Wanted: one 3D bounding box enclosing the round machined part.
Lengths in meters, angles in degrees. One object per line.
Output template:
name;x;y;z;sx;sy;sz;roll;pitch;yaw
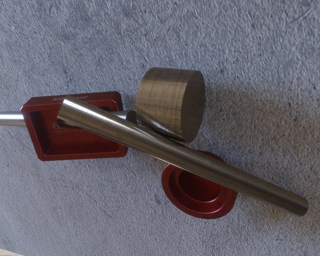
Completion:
round machined part;0.055;0.069;0.410;0.098;0.042;0.097;13;124;20

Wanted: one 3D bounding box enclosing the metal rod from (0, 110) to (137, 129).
metal rod;-0.156;-0.013;0.458;0.300;0.025;0.025;2;120;35

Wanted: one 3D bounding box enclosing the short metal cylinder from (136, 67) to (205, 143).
short metal cylinder;0.015;-0.026;0.347;0.050;0.080;0.079;9;123;23

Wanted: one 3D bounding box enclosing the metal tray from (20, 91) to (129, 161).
metal tray;-0.115;-0.001;0.434;0.131;0.030;0.089;-4;119;6

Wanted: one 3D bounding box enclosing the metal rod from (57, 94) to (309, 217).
metal rod;0.038;0.038;0.339;0.302;0.025;0.025;24;131;-15
